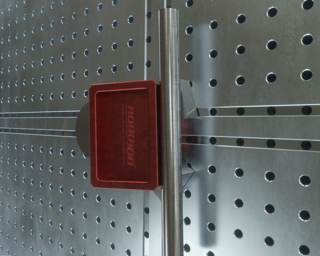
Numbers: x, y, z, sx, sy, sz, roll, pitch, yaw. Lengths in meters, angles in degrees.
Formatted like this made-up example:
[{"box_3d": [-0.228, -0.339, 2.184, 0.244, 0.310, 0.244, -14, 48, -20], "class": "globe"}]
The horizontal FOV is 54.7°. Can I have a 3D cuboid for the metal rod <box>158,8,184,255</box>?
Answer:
[{"box_3d": [0.013, 0.012, 0.364, 0.025, 0.025, 0.298, -2, 89, 39], "class": "metal rod"}]

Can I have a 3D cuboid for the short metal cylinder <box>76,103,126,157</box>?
[{"box_3d": [-0.079, 0.002, 0.454, 0.080, 0.050, 0.079, 0, 90, 39], "class": "short metal cylinder"}]

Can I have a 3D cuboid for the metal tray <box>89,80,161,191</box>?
[{"box_3d": [-0.041, 0.009, 0.386, 0.090, 0.030, 0.129, -1, 89, 20], "class": "metal tray"}]

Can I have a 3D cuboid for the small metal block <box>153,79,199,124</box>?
[{"box_3d": [0.016, -0.029, 0.394, 0.050, 0.025, 0.050, -19, 78, 38], "class": "small metal block"}]

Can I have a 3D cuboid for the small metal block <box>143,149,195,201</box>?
[{"box_3d": [0.008, 0.059, 0.400, 0.050, 0.025, 0.050, 46, 117, 29], "class": "small metal block"}]
